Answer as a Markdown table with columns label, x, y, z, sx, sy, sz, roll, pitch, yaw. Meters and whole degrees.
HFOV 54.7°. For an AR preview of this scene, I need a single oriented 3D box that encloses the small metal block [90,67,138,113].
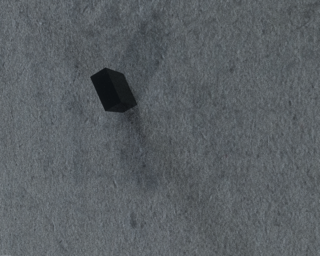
| label | x | y | z | sx | sy | sz | roll | pitch | yaw |
| --- | --- | --- | --- | --- | --- | --- | --- | --- | --- |
| small metal block | -0.061 | -0.049 | 0.416 | 0.025 | 0.050 | 0.050 | -28 | 81 | 18 |
